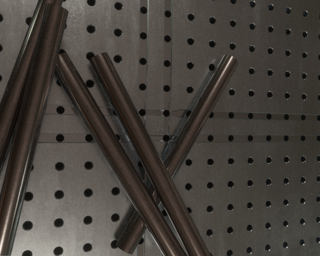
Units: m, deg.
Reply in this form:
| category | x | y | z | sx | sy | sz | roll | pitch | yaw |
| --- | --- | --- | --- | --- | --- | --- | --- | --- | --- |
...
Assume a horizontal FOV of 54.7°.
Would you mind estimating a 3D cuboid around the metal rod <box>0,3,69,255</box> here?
| category | x | y | z | sx | sy | sz | roll | pitch | yaw |
| --- | --- | --- | --- | --- | --- | --- | --- | --- | --- |
| metal rod | -0.149 | 0.012 | 0.344 | 0.025 | 0.025 | 0.298 | 13 | 90 | -20 |

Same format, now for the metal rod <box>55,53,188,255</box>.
| category | x | y | z | sx | sy | sz | roll | pitch | yaw |
| --- | --- | --- | --- | --- | --- | --- | --- | --- | --- |
| metal rod | -0.046 | 0.046 | 0.377 | 0.025 | 0.025 | 0.299 | -31 | 94 | -18 |

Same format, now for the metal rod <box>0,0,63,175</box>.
| category | x | y | z | sx | sy | sz | roll | pitch | yaw |
| --- | --- | --- | --- | --- | --- | --- | --- | --- | --- |
| metal rod | -0.170 | -0.017 | 0.350 | 0.025 | 0.025 | 0.299 | 19 | 83 | -19 |

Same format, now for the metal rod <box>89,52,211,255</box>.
| category | x | y | z | sx | sy | sz | roll | pitch | yaw |
| --- | --- | --- | --- | --- | --- | --- | --- | --- | --- |
| metal rod | -0.009 | 0.045 | 0.388 | 0.025 | 0.025 | 0.299 | -27 | 91 | -18 |

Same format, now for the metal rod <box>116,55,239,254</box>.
| category | x | y | z | sx | sy | sz | roll | pitch | yaw |
| --- | --- | --- | --- | --- | --- | --- | --- | --- | --- |
| metal rod | 0.029 | 0.028 | 0.424 | 0.025 | 0.025 | 0.300 | 34 | 79 | -17 |
